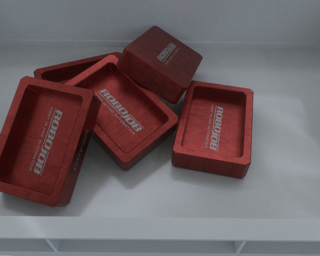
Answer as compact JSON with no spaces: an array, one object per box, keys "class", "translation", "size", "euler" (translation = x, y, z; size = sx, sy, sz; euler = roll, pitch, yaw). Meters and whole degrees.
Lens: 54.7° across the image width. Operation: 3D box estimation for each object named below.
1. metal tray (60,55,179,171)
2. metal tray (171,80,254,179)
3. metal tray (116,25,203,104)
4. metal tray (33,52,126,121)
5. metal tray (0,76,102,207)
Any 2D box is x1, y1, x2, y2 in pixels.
[{"class":"metal tray","translation":[-0.052,-0.023,0.390],"size":[0.090,0.030,0.130],"euler":[-40,75,-21]},{"class":"metal tray","translation":[0.071,-0.004,0.403],"size":[0.090,0.030,0.130],"euler":[10,51,7]},{"class":"metal tray","translation":[0.005,-0.093,0.434],"size":[0.090,0.030,0.130],"euler":[33,34,-3]},{"class":"metal tray","translation":[-0.107,-0.061,0.449],"size":[0.131,0.030,0.090],"euler":[-16,52,-14]},{"class":"metal tray","translation":[-0.130,0.014,0.349],"size":[0.090,0.030,0.129],"euler":[13,79,10]}]
